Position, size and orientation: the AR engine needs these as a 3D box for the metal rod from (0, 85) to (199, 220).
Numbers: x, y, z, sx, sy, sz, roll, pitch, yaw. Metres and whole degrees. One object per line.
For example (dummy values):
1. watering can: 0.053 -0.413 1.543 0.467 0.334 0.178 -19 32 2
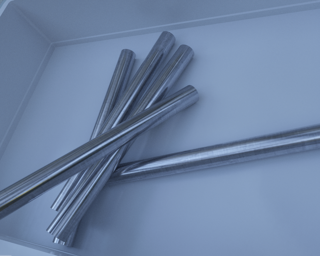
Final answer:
1. metal rod: -0.074 0.025 0.349 0.302 0.025 0.025 -31 47 -25

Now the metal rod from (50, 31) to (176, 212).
1. metal rod: -0.053 -0.020 0.427 0.025 0.025 0.300 13 63 33

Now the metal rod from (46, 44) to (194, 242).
1. metal rod: -0.038 0.003 0.397 0.025 0.025 0.300 18 63 34

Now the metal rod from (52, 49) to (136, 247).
1. metal rod: -0.085 0.011 0.441 0.025 0.025 0.300 0 62 28

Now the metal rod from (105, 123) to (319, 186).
1. metal rod: 0.061 0.032 0.353 0.301 0.025 0.025 -13 56 20
